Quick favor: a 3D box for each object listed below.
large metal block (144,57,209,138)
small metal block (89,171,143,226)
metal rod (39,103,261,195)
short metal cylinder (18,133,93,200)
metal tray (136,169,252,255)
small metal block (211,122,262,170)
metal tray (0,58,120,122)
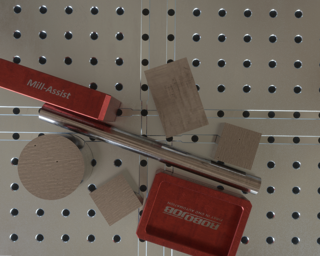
[{"bbox_3d":[0.019,-0.034,0.387,0.050,0.080,0.080,-19,90,0],"label":"large metal block"},{"bbox_3d":[-0.057,0.093,0.413,0.050,0.025,0.050,-32,90,0],"label":"small metal block"},{"bbox_3d":[-0.012,0.028,0.413,0.301,0.025,0.025,19,90,0],"label":"metal rod"},{"bbox_3d":[-0.132,0.047,0.399,0.081,0.050,0.080,0,90,0],"label":"short metal cylinder"},{"bbox_3d":[0.044,0.117,0.411,0.131,0.030,0.090,18,90,0],"label":"metal tray"},{"bbox_3d":[0.101,0.024,0.414,0.050,0.025,0.050,17,90,0],"label":"small metal block"},{"bbox_3d":[-0.120,-0.042,0.379,0.131,0.090,0.030,19,90,0],"label":"metal tray"}]
